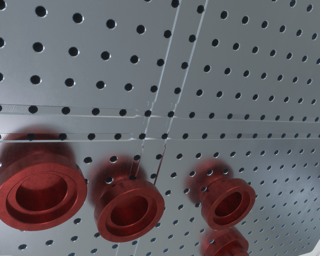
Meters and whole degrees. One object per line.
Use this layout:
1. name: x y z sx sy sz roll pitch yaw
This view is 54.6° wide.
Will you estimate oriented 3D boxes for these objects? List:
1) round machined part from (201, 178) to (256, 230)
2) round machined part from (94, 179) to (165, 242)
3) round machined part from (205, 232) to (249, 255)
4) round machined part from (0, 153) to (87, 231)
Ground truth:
1. round machined part: 0.113 0.126 0.539 0.099 0.042 0.097 -14 124 -21
2. round machined part: -0.046 0.112 0.444 0.099 0.042 0.097 -14 124 -21
3. round machined part: 0.145 0.267 0.643 0.099 0.042 0.097 -14 124 -21
4. round machined part: -0.140 0.070 0.367 0.099 0.042 0.097 -14 124 -21
